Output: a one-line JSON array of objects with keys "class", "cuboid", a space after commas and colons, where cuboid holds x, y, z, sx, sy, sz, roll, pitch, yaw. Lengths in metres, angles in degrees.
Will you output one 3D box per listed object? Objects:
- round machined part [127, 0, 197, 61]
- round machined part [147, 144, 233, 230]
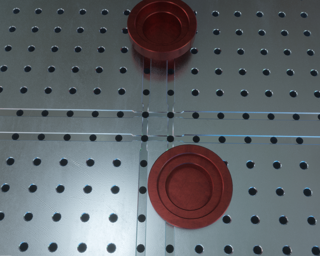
[{"class": "round machined part", "cuboid": [0.003, -0.140, 0.454, 0.099, 0.042, 0.098, 0, 70, 0]}, {"class": "round machined part", "cuboid": [0.035, 0.072, 0.377, 0.099, 0.042, 0.098, 0, 70, 0]}]
